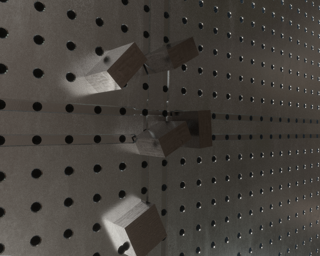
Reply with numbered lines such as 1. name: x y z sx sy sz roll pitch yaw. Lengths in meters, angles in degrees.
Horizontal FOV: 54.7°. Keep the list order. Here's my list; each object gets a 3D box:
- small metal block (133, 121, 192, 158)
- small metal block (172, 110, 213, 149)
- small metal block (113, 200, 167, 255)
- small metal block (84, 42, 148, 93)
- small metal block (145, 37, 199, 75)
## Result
1. small metal block: 0.003 0.013 0.398 0.050 0.050 0.025 -32 111 -36
2. small metal block: 0.044 0.001 0.433 0.025 0.050 0.050 -6 94 -40
3. small metal block: -0.024 0.128 0.391 0.050 0.025 0.050 -32 110 -36
4. small metal block: -0.050 -0.068 0.352 0.025 0.050 0.050 52 60 -28
5. small metal block: 0.014 -0.094 0.406 0.050 0.050 0.025 -36 113 -34
